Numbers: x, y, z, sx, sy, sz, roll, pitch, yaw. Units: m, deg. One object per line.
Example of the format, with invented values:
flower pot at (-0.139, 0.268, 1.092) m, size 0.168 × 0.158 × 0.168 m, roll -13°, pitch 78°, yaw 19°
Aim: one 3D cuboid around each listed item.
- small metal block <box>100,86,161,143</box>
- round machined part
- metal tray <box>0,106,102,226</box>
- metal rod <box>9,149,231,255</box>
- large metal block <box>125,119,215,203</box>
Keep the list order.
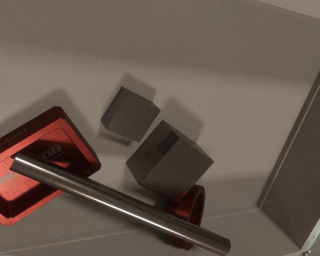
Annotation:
small metal block at (-0.036, -0.016, 0.381) m, size 0.050 × 0.025 × 0.050 m, roll 25°, pitch 105°, yaw -37°
round machined part at (0.036, 0.134, 0.481) m, size 0.098 × 0.042 × 0.097 m, roll 10°, pitch 91°, yaw -69°
metal tray at (-0.146, 0.045, 0.354) m, size 0.131 × 0.030 × 0.090 m, roll -32°, pitch 129°, yaw -8°
metal rod at (-0.032, 0.101, 0.384) m, size 0.301 × 0.025 × 0.025 m, roll 29°, pitch 103°, yaw -21°
large metal block at (0.014, 0.048, 0.432) m, size 0.080 × 0.050 × 0.080 m, roll -50°, pitch 129°, yaw 7°
